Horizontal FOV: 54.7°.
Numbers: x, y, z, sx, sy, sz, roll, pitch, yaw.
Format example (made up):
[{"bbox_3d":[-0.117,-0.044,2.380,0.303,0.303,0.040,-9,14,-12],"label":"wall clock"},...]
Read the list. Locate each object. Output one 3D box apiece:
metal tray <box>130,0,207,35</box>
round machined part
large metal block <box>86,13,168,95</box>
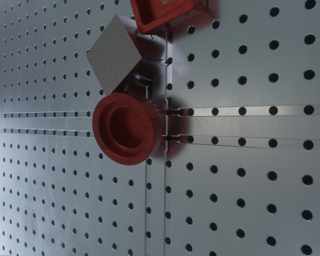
[{"bbox_3d":[-0.002,-0.195,0.390,0.090,0.030,0.129,-13,94,39],"label":"metal tray"},{"bbox_3d":[-0.040,-0.002,0.419,0.098,0.042,0.097,9,109,27],"label":"round machined part"},{"bbox_3d":[-0.049,-0.096,0.433,0.080,0.050,0.080,-42,64,32],"label":"large metal block"}]
